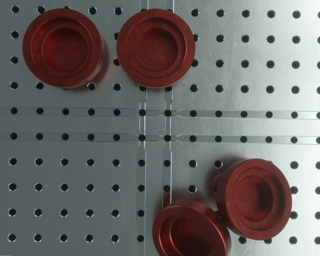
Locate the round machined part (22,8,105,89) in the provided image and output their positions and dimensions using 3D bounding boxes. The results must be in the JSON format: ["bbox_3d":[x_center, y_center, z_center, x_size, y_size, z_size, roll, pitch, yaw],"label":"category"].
[{"bbox_3d":[-0.121,-0.100,0.403,0.099,0.042,0.097,0,90,-1],"label":"round machined part"}]

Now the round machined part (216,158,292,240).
[{"bbox_3d":[0.115,0.089,0.396,0.099,0.042,0.098,4,78,-19],"label":"round machined part"}]

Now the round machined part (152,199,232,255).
[{"bbox_3d":[0.043,0.135,0.391,0.098,0.042,0.097,8,106,28],"label":"round machined part"}]

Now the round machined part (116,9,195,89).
[{"bbox_3d":[-0.005,-0.100,0.405,0.099,0.042,0.097,0,90,-1],"label":"round machined part"}]
